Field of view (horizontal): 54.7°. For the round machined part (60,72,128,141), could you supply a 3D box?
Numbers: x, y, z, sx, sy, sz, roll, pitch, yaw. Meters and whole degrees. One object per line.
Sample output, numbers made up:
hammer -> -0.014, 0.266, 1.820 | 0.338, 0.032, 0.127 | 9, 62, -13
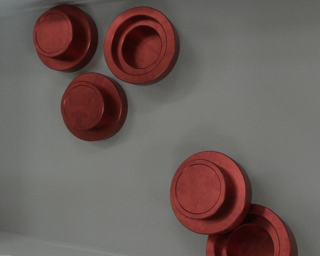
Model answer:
round machined part -> -0.099, -0.030, 0.436 | 0.098, 0.042, 0.097 | 0, 90, 20

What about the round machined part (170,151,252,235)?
round machined part -> 0.053, 0.074, 0.364 | 0.098, 0.042, 0.098 | -13, 65, 30

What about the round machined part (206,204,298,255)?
round machined part -> 0.105, 0.139, 0.347 | 0.098, 0.042, 0.098 | -27, 42, 28

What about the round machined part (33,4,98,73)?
round machined part -> -0.144, -0.133, 0.452 | 0.098, 0.042, 0.097 | 0, 90, 20

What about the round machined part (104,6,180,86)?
round machined part -> -0.020, -0.104, 0.409 | 0.098, 0.042, 0.097 | 0, 90, 20
